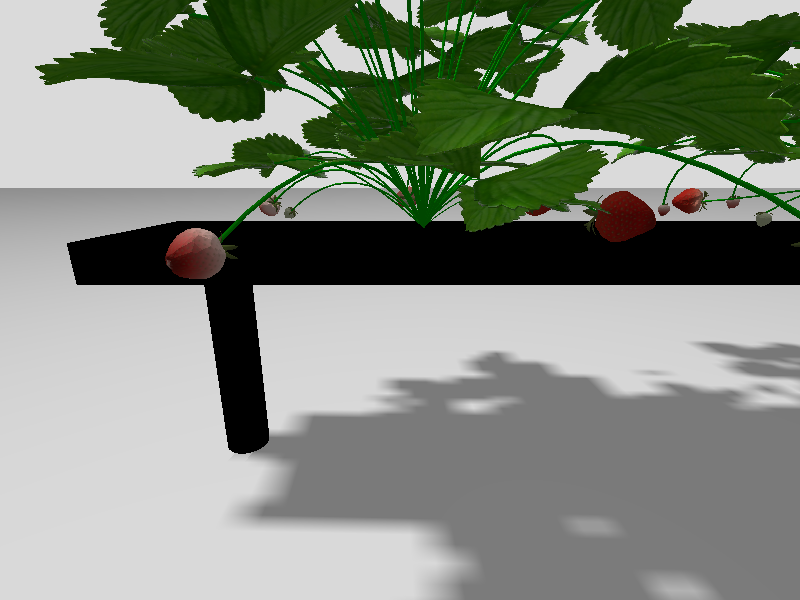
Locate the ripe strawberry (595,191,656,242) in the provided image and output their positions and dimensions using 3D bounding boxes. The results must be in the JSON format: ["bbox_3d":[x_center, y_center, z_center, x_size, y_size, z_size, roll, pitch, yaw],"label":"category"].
[{"bbox_3d":[0.151,-0.055,0.267,0.035,0.034,0.032,13,21,29],"label":"ripe strawberry"}]

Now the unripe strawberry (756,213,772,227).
[{"bbox_3d":[0.322,-0.071,0.355,0.010,0.012,0.012,13,18,0],"label":"unripe strawberry"}]

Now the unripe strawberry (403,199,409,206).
[{"bbox_3d":[0.009,-0.116,0.478,0.010,0.011,0.011,-1,17,-4],"label":"unripe strawberry"}]

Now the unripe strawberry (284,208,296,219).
[{"bbox_3d":[-0.114,-0.089,0.414,0.012,0.012,0.011,-30,0,32],"label":"unripe strawberry"}]

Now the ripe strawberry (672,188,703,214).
[{"bbox_3d":[0.337,-0.116,0.470,0.029,0.029,0.032,16,23,43],"label":"ripe strawberry"}]

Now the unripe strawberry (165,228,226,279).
[{"bbox_3d":[-0.086,-0.018,0.167,0.021,0.022,0.022,10,28,28],"label":"unripe strawberry"}]

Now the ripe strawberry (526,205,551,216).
[{"bbox_3d":[0.156,-0.116,0.440,0.044,0.046,0.040,-12,21,-36],"label":"ripe strawberry"}]

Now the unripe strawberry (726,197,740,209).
[{"bbox_3d":[0.426,-0.124,0.513,0.013,0.014,0.015,-4,18,-13],"label":"unripe strawberry"}]

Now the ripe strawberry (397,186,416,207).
[{"bbox_3d":[0.011,-0.147,0.569,0.032,0.028,0.033,-1,16,-2],"label":"ripe strawberry"}]

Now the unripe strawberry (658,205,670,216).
[{"bbox_3d":[0.279,-0.095,0.423,0.011,0.011,0.011,7,18,22],"label":"unripe strawberry"}]
